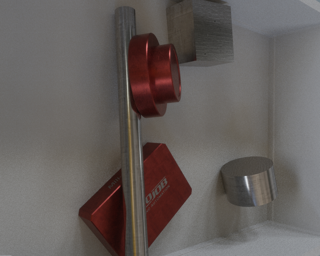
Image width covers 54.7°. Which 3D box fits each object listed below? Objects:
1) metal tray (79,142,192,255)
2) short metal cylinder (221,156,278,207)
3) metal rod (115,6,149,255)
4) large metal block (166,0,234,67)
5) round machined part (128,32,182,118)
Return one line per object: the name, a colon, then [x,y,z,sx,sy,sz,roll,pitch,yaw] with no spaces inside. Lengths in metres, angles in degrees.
metal tray: [-0.024,0.091,0.386,0.131,0.030,0.090,-44,117,-31]
short metal cylinder: [0.142,0.083,0.493,0.081,0.080,0.050,-23,105,-38]
metal rod: [-0.033,0.007,0.351,0.025,0.025,0.298,4,79,-40]
large metal block: [0.058,-0.131,0.441,0.081,0.050,0.079,-8,96,-40]
round machined part: [-0.001,-0.062,0.364,0.098,0.042,0.097,-6,91,-77]
